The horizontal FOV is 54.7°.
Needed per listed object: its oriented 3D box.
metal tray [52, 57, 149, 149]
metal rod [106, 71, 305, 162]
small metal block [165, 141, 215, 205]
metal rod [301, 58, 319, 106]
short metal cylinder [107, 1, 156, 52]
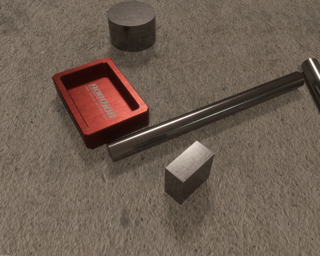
[{"bbox_3d":[-0.084,-0.040,0.432,0.091,0.030,0.130,-24,54,-19],"label":"metal tray"},{"bbox_3d":[0.074,-0.022,0.422,0.302,0.025,0.025,-21,53,-17],"label":"metal rod"},{"bbox_3d":[0.032,0.050,0.345,0.025,0.050,0.050,37,59,27],"label":"small metal block"},{"bbox_3d":[0.240,0.014,0.394,0.025,0.025,0.300,-1,50,-1],"label":"metal rod"},{"bbox_3d":[-0.048,-0.176,0.534,0.081,0.050,0.080,0,50,0],"label":"short metal cylinder"}]
